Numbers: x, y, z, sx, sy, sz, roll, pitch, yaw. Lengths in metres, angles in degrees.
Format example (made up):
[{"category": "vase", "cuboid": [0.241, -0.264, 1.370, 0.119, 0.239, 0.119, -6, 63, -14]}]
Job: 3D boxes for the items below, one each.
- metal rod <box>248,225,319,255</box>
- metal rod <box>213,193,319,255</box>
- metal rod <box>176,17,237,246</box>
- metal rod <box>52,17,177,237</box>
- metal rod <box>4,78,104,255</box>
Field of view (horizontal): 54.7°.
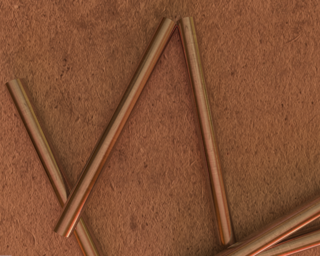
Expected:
[{"category": "metal rod", "cuboid": [0.155, 0.160, 0.411, 0.302, 0.025, 0.025, -17, 90, 0]}, {"category": "metal rod", "cuboid": [0.146, 0.133, 0.396, 0.301, 0.025, 0.025, -28, 90, -6]}, {"category": "metal rod", "cuboid": [0.061, 0.004, 0.410, 0.025, 0.025, 0.298, -11, 90, 0]}, {"category": "metal rod", "cuboid": [-0.055, -0.006, 0.395, 0.025, 0.025, 0.299, 26, 84, 0]}, {"category": "metal rod", "cuboid": [-0.130, 0.076, 0.408, 0.025, 0.025, 0.299, -24, 90, 0]}]
